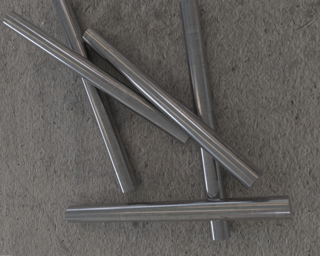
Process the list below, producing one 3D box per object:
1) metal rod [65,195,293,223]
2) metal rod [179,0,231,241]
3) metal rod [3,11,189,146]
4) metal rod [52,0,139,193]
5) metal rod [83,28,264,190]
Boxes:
[{"bbox_3d":[0.003,0.104,0.388,0.300,0.025,0.025,-9,87,26],"label":"metal rod"},{"bbox_3d":[0.056,-0.013,0.389,0.025,0.025,0.298,-8,87,20],"label":"metal rod"},{"bbox_3d":[-0.087,-0.070,0.416,0.301,0.025,0.025,34,101,8],"label":"metal rod"},{"bbox_3d":[-0.094,-0.054,0.442,0.025,0.025,0.299,-24,82,18],"label":"metal rod"},{"bbox_3d":[0.001,-0.038,0.389,0.300,0.025,0.025,43,104,22],"label":"metal rod"}]
